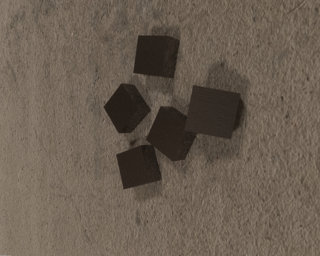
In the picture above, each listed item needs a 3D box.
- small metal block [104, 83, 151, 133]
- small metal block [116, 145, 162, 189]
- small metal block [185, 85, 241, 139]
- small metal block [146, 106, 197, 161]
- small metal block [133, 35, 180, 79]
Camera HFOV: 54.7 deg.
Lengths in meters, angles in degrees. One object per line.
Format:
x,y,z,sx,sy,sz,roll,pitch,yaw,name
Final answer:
-0.048,-0.028,0.442,0.050,0.025,0.050,-47,62,29,small metal block
-0.030,0.054,0.427,0.050,0.025,0.050,-22,76,37,small metal block
0.057,-0.018,0.341,0.050,0.025,0.050,11,98,5,small metal block
0.016,0.006,0.390,0.050,0.025,0.050,37,112,33,small metal block
-0.005,-0.094,0.408,0.050,0.025,0.050,14,99,38,small metal block
